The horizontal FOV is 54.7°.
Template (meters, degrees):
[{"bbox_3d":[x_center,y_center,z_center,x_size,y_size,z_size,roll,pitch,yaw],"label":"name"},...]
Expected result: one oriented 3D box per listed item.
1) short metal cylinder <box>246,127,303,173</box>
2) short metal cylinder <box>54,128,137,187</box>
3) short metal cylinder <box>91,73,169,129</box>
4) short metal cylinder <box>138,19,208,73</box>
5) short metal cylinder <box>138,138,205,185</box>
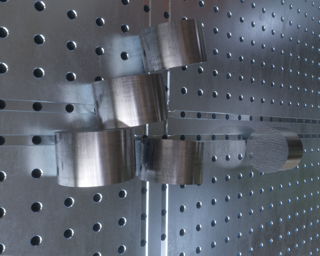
[{"bbox_3d":[0.200,0.038,0.545,0.050,0.080,0.079,2,89,-40],"label":"short metal cylinder"},{"bbox_3d":[-0.066,0.027,0.320,0.081,0.080,0.050,-5,93,-40],"label":"short metal cylinder"},{"bbox_3d":[-0.033,-0.031,0.347,0.081,0.080,0.050,-14,99,-40],"label":"short metal cylinder"},{"bbox_3d":[0.016,-0.101,0.389,0.081,0.080,0.050,-18,102,-39],"label":"short metal cylinder"},{"bbox_3d":[0.014,0.040,0.387,0.081,0.080,0.050,6,86,-40],"label":"short metal cylinder"}]
